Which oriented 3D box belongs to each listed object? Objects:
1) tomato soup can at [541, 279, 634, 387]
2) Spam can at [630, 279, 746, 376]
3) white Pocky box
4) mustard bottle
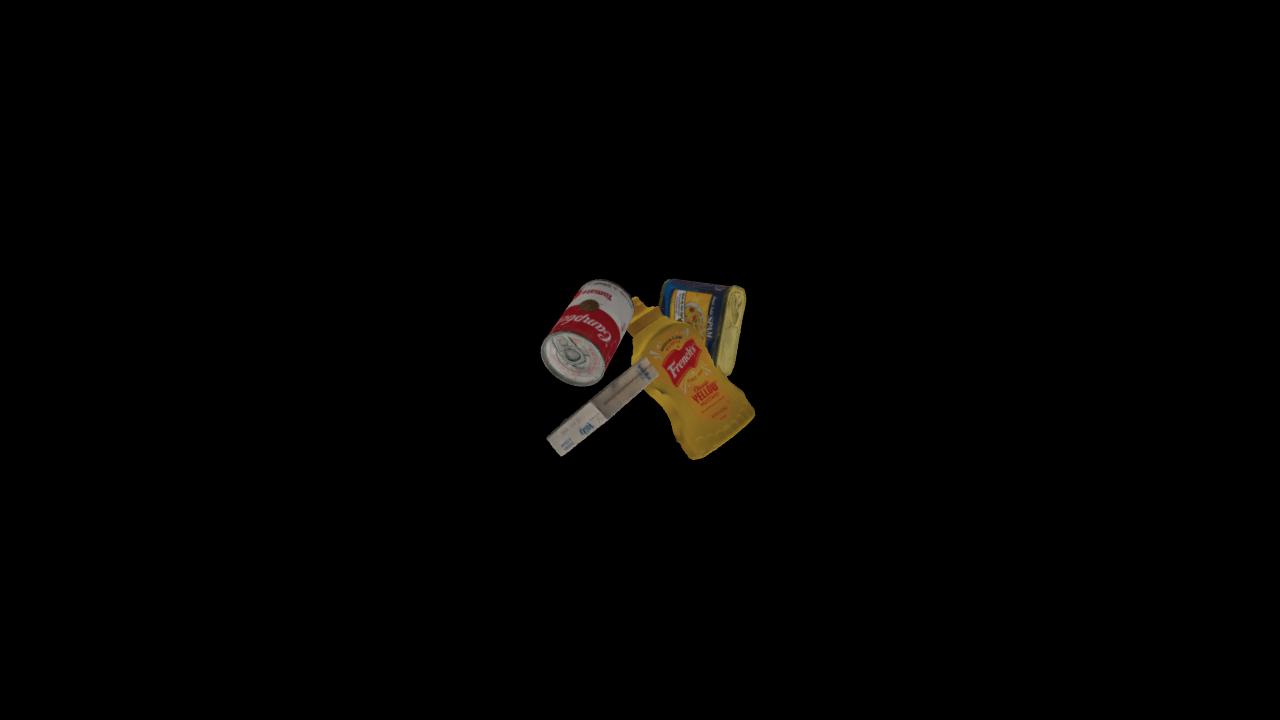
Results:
[{"bbox_3d":[-0.050,-0.030,0.630,0.068,0.068,0.101,0,37,22],"label":"tomato soup can"},{"bbox_3d":[0.066,-0.038,0.700,0.085,0.101,0.058,11,3,28],"label":"Spam can"},{"bbox_3d":[-0.025,0.037,0.639,0.084,0.028,0.154,-42,-2,37],"label":"white Pocky box"},{"bbox_3d":[0.040,0.010,0.666,0.092,0.184,0.054,-34,-1,-19],"label":"mustard bottle"}]
